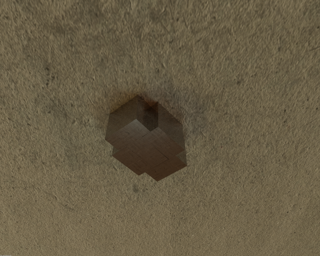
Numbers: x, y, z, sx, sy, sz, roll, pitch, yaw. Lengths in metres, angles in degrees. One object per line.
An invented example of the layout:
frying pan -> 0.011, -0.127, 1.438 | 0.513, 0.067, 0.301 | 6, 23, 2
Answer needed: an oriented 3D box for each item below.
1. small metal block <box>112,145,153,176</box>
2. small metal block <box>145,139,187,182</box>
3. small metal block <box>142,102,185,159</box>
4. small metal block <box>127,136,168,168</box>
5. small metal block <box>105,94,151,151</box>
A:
small metal block -> -0.035, 0.027, 0.414 | 0.025, 0.050, 0.050 | -32, 123, 24
small metal block -> 0.008, 0.038, 0.424 | 0.050, 0.050, 0.025 | -32, 124, 24
small metal block -> 0.005, 0.003, 0.394 | 0.025, 0.050, 0.050 | -33, 123, 25
small metal block -> -0.015, 0.015, 0.404 | 0.025, 0.050, 0.050 | -32, 123, 24
small metal block -> -0.039, -0.007, 0.385 | 0.050, 0.050, 0.025 | -32, 124, 24
